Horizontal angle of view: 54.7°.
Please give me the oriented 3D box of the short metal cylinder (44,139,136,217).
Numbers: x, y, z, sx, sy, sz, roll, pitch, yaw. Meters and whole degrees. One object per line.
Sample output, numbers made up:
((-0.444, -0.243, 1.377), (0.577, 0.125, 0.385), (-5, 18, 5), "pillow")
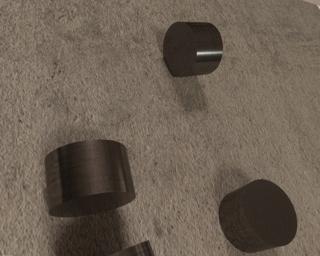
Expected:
((-0.068, 0.051, 0.302), (0.081, 0.080, 0.050), (0, 62, -29), "short metal cylinder")

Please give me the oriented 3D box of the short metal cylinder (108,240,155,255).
((-0.038, 0.136, 0.266), (0.081, 0.080, 0.050), (-10, 67, -33), "short metal cylinder")

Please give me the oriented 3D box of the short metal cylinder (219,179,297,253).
((0.122, 0.111, 0.388), (0.081, 0.050, 0.080), (14, 56, -21), "short metal cylinder")

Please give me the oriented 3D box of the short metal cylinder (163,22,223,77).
((0.048, -0.119, 0.469), (0.050, 0.080, 0.080), (-12, 68, -33), "short metal cylinder")
